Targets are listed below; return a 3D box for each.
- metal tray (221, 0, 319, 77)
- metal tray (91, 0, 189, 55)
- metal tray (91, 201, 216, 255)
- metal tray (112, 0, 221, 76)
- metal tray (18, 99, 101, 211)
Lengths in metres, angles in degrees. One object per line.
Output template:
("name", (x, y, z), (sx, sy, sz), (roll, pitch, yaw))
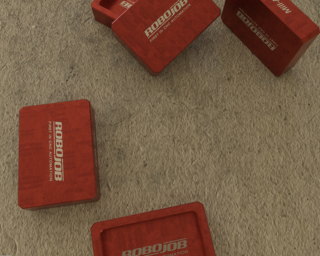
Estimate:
("metal tray", (0.144, -0.144, 0.426), (0.030, 0.090, 0.130), (-35, 74, -11))
("metal tray", (-0.025, -0.178, 0.470), (0.130, 0.030, 0.090), (30, 73, 10))
("metal tray", (-0.006, 0.142, 0.353), (0.131, 0.030, 0.090), (-11, 70, -4))
("metal tray", (0.008, -0.148, 0.434), (0.130, 0.030, 0.090), (-45, 95, -6))
("metal tray", (-0.127, 0.032, 0.393), (0.091, 0.030, 0.130), (-7, 70, -3))
